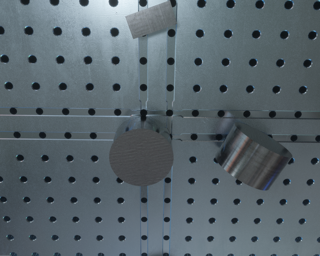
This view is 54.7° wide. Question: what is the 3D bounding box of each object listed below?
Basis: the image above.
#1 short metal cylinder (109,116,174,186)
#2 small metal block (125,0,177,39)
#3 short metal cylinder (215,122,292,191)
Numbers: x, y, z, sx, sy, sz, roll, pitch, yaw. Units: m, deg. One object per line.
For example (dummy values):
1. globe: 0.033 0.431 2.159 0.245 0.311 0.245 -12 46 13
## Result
1. short metal cylinder: -0.024 0.029 0.411 0.081 0.050 0.079 0 110 -1
2. small metal block: -0.009 -0.124 0.354 0.050 0.050 0.025 -18 109 6
3. short metal cylinder: 0.119 0.035 0.398 0.080 0.080 0.050 25 108 -9
